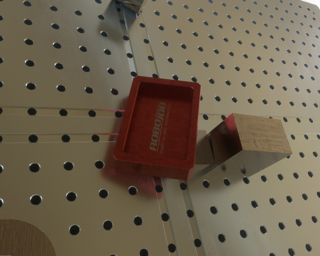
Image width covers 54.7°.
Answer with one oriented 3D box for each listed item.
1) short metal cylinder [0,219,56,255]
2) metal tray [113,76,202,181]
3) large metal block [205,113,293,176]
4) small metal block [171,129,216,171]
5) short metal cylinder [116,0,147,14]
[{"bbox_3d":[-0.129,0.120,0.249,0.081,0.050,0.080,14,56,-21],"label":"short metal cylinder"},{"bbox_3d":[0.001,-0.004,0.386,0.091,0.030,0.130,7,55,3],"label":"metal tray"},{"bbox_3d":[0.112,0.026,0.418,0.081,0.080,0.050,6,59,-25],"label":"large metal block"},{"bbox_3d":[0.040,0.030,0.411,0.050,0.025,0.050,2,61,-27],"label":"small metal block"},{"bbox_3d":[-0.037,-0.232,0.495,0.050,0.080,0.080,30,52,-10],"label":"short metal cylinder"}]
